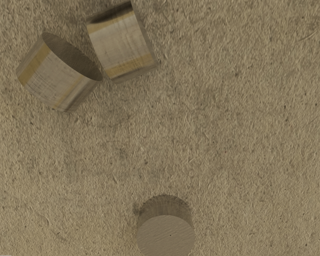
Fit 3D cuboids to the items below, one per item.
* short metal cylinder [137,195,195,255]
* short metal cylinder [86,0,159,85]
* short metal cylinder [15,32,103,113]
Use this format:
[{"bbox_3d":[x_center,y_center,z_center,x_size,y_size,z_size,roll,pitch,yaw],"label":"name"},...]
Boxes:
[{"bbox_3d":[0.008,0.145,0.450,0.081,0.050,0.079,0,110,0],"label":"short metal cylinder"},{"bbox_3d":[-0.040,-0.095,0.345,0.050,0.080,0.080,-21,109,7],"label":"short metal cylinder"},{"bbox_3d":[-0.114,-0.063,0.356,0.080,0.080,0.050,40,105,-13],"label":"short metal cylinder"}]
